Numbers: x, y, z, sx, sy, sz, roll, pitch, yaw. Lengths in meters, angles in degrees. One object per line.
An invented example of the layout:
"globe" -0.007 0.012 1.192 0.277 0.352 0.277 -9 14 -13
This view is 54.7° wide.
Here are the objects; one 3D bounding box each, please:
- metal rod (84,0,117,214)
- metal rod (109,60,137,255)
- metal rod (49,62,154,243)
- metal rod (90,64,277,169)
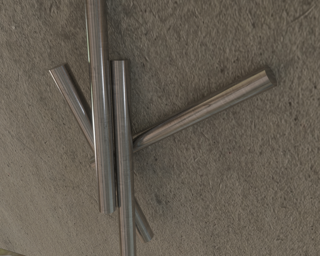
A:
"metal rod" -0.073 -0.028 0.389 0.025 0.025 0.298 8 110 24
"metal rod" -0.049 0.058 0.426 0.025 0.025 0.298 8 109 24
"metal rod" -0.074 0.050 0.443 0.025 0.025 0.299 -7 118 31
"metal rod" 0.006 0.001 0.404 0.299 0.025 0.025 -27 104 37
